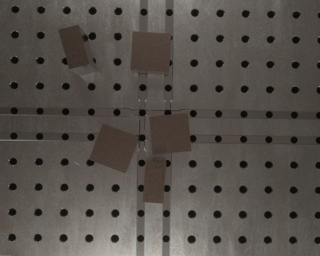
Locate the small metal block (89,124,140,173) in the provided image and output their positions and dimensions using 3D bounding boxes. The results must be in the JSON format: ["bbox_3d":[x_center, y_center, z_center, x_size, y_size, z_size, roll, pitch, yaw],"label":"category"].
[{"bbox_3d":[-0.060,0.027,0.413,0.050,0.025,0.050,21,90,-1],"label":"small metal block"}]

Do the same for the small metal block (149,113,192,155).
[{"bbox_3d":[0.013,0.008,0.414,0.050,0.025,0.050,-6,90,-1],"label":"small metal block"}]

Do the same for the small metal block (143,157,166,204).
[{"bbox_3d":[-0.007,0.066,0.401,0.025,0.050,0.050,5,90,0],"label":"small metal block"}]

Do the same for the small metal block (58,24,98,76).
[{"bbox_3d":[-0.104,-0.098,0.399,0.025,0.050,0.050,-15,90,0],"label":"small metal block"}]

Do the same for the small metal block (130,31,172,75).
[{"bbox_3d":[-0.012,-0.099,0.413,0.050,0.025,0.050,3,90,-1],"label":"small metal block"}]
